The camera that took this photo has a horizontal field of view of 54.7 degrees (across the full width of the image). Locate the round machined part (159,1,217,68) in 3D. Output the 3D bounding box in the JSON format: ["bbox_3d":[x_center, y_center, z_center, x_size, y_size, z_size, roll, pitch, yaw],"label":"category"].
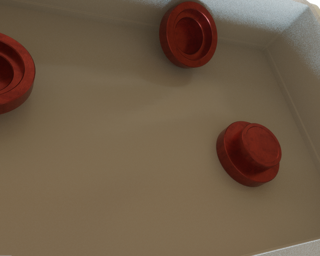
[{"bbox_3d":[0.039,-0.142,0.484,0.099,0.042,0.097,-3,96,-33],"label":"round machined part"}]

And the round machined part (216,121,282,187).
[{"bbox_3d":[0.135,0.032,0.447,0.099,0.042,0.098,14,56,-21],"label":"round machined part"}]

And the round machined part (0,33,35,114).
[{"bbox_3d":[-0.187,-0.054,0.327,0.099,0.042,0.098,14,56,-21],"label":"round machined part"}]
